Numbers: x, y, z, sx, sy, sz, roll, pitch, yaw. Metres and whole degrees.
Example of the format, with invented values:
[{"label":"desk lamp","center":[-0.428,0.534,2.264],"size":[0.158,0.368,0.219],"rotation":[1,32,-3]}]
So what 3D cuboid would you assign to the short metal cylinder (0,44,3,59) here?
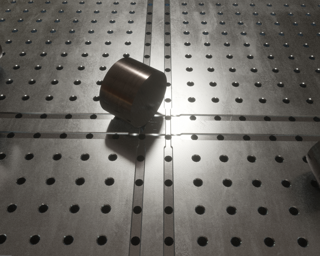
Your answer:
[{"label":"short metal cylinder","center":[-0.292,-0.119,0.468],"size":[0.080,0.080,0.050],"rotation":[14,51,11]}]

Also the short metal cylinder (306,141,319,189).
[{"label":"short metal cylinder","center":[0.211,0.043,0.338],"size":[0.081,0.080,0.050],"rotation":[-3,50,-3]}]

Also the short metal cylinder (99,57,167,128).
[{"label":"short metal cylinder","center":[-0.034,-0.047,0.411],"size":[0.050,0.080,0.080],"rotation":[28,55,21]}]
